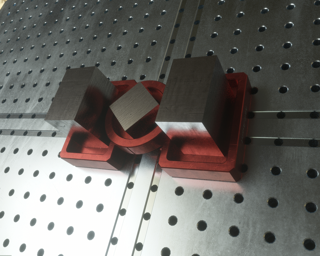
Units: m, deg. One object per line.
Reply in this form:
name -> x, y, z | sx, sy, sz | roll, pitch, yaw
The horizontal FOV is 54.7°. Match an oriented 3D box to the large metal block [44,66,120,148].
large metal block -> -0.097, -0.026, 0.423 | 0.050, 0.080, 0.080 | 1, 62, 29

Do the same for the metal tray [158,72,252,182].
metal tray -> 0.057, -0.004, 0.377 | 0.090, 0.030, 0.130 | 0, 61, 28

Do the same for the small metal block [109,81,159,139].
small metal block -> -0.028, -0.022, 0.384 | 0.050, 0.025, 0.050 | -39, 51, 2

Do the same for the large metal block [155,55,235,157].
large metal block -> 0.044, -0.022, 0.346 | 0.050, 0.080, 0.080 | 2, 63, 29

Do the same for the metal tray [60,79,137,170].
metal tray -> -0.082, -0.007, 0.452 | 0.090, 0.030, 0.130 | 1, 62, 28

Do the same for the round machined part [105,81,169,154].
round machined part -> -0.018, -0.010, 0.402 | 0.098, 0.042, 0.098 | -13, 56, 21
